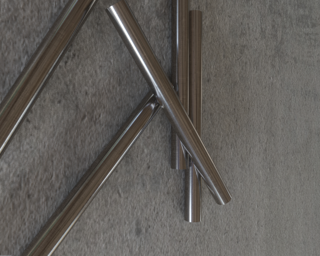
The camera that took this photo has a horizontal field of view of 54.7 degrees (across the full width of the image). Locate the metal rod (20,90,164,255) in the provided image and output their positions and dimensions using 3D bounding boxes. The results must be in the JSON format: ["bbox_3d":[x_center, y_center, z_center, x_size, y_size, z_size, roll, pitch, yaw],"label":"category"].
[{"bbox_3d":[-0.070,0.053,0.347,0.025,0.025,0.301,51,60,-29],"label":"metal rod"}]

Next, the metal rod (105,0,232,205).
[{"bbox_3d":[0.022,-0.015,0.391,0.025,0.025,0.299,-46,118,-30],"label":"metal rod"}]

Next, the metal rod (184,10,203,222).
[{"bbox_3d":[0.048,-0.017,0.447,0.025,0.025,0.298,0,90,-40],"label":"metal rod"}]

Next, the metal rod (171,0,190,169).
[{"bbox_3d":[0.028,-0.093,0.430,0.025,0.025,0.298,0,90,-40],"label":"metal rod"}]

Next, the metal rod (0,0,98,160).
[{"bbox_3d":[-0.098,-0.104,0.323,0.025,0.025,0.300,38,67,-34],"label":"metal rod"}]
